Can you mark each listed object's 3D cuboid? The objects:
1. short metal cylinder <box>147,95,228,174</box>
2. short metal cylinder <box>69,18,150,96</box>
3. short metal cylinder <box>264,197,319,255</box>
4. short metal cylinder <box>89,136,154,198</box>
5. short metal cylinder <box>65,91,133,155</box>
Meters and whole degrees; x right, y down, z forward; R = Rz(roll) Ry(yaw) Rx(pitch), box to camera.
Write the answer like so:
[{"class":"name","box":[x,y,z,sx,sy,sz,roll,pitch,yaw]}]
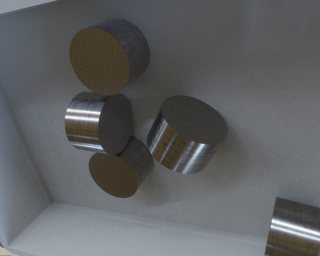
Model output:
[{"class":"short metal cylinder","box":[0.031,0.006,0.361,0.080,0.080,0.050,32,129,7]},{"class":"short metal cylinder","box":[-0.059,-0.085,0.371,0.080,0.050,0.079,13,124,21]},{"class":"short metal cylinder","box":[0.157,0.128,0.369,0.050,0.080,0.079,12,123,22]},{"class":"short metal cylinder","box":[-0.057,0.056,0.457,0.080,0.050,0.079,13,124,21]},{"class":"short metal cylinder","box":[-0.078,-0.007,0.410,0.050,0.080,0.079,7,122,25]}]
